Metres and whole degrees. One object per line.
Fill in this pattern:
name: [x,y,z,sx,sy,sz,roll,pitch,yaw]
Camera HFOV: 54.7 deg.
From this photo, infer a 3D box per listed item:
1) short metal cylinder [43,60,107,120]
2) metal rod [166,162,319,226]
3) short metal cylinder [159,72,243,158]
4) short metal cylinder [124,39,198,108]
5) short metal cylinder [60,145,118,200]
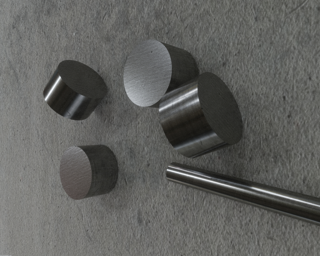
short metal cylinder: [-0.129,-0.058,0.476,0.050,0.081,0.080,-46,63,30]
metal rod: [0.131,0.074,0.297,0.300,0.025,0.025,9,96,39]
short metal cylinder: [0.045,-0.013,0.332,0.050,0.081,0.080,-25,75,37]
short metal cylinder: [0.000,-0.065,0.386,0.080,0.050,0.080,-1,88,42]
short metal cylinder: [-0.111,0.067,0.480,0.080,0.050,0.079,0,90,40]
